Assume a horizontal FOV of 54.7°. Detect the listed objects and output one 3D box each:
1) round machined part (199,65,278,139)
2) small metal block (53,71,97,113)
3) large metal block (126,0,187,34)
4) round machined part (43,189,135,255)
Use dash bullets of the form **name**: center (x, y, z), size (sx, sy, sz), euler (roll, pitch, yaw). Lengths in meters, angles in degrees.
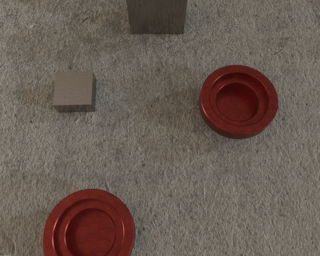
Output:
- **round machined part**: center (0.100, -0.031, 0.412), size (0.099, 0.042, 0.098), euler (0, 70, -1)
- **small metal block**: center (-0.116, -0.049, 0.425), size (0.050, 0.025, 0.050), euler (-1, 70, -1)
- **large metal block**: center (-0.004, -0.180, 0.445), size (0.081, 0.080, 0.050), euler (0, 70, -1)
- **round machined part**: center (-0.077, 0.122, 0.354), size (0.099, 0.042, 0.098), euler (0, 70, -1)
